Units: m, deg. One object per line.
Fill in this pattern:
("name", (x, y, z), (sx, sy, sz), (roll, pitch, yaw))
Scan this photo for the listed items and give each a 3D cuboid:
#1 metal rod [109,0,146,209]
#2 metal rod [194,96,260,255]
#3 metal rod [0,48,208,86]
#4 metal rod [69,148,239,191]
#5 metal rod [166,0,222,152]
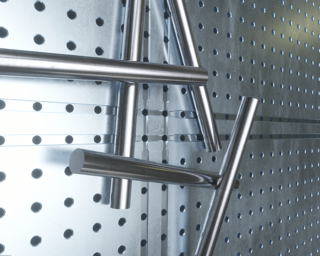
("metal rod", (-0.037, -0.054, 0.379), (0.025, 0.025, 0.298), (7, 86, -40))
("metal rod", (0.088, 0.101, 0.447), (0.025, 0.025, 0.298), (16, 92, -39))
("metal rod", (-0.072, -0.062, 0.326), (0.303, 0.025, 0.025), (-2, 92, -33))
("metal rod", (0.020, 0.062, 0.405), (0.302, 0.025, 0.025), (17, 79, -46))
("metal rod", (0.043, -0.106, 0.446), (0.025, 0.025, 0.298), (-27, 107, -37))
